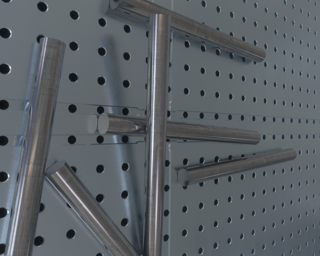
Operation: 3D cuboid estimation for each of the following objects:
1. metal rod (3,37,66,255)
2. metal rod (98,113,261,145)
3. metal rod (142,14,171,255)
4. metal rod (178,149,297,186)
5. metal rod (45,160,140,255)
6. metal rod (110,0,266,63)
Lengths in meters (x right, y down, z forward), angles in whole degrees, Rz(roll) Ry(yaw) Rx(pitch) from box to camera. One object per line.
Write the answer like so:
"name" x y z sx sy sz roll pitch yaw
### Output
"metal rod" -0.127 0.060 0.301 0.025 0.025 0.299 12 83 -39
"metal rod" 0.051 0.006 0.450 0.302 0.025 0.025 6 87 -40
"metal rod" -0.005 0.021 0.373 0.025 0.025 0.298 -7 104 -40
"metal rod" 0.149 0.061 0.532 0.302 0.025 0.025 -4 93 -40
"metal rod" -0.037 0.159 0.377 0.025 0.025 0.299 -45 117 -30
"metal rod" 0.063 -0.141 0.460 0.302 0.025 0.025 5 87 -40
